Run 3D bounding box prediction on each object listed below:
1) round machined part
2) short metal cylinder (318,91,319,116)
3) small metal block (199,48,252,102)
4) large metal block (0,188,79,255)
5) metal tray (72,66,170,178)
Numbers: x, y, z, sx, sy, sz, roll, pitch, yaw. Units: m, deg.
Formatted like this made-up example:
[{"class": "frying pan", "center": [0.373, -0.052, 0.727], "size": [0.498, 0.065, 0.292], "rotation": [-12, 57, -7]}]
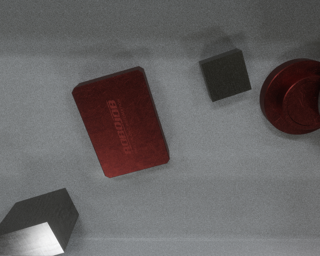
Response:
[{"class": "round machined part", "center": [0.182, -0.036, 0.392], "size": [0.099, 0.042, 0.097], "rotation": [0, 110, 0]}, {"class": "short metal cylinder", "center": [0.230, -0.032, 0.349], "size": [0.081, 0.050, 0.079], "rotation": [-5, 105, -21]}, {"class": "small metal block", "center": [0.081, -0.066, 0.388], "size": [0.050, 0.025, 0.050], "rotation": [-18, 109, 6]}, {"class": "large metal block", "center": [-0.169, 0.135, 0.430], "size": [0.080, 0.080, 0.050], "rotation": [-17, 109, 6]}, {"class": "metal tray", "center": [-0.047, -0.006, 0.406], "size": [0.090, 0.030, 0.129], "rotation": [-15, 110, 5]}]
